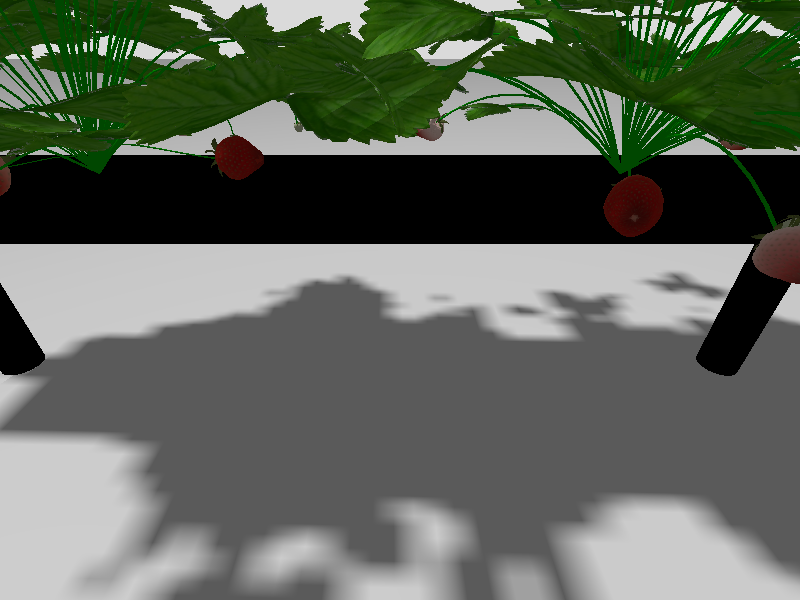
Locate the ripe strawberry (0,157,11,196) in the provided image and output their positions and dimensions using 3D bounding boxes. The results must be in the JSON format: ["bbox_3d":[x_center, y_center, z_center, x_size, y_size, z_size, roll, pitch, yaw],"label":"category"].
[{"bbox_3d":[-0.296,-0.086,0.266,0.051,0.045,0.046,14,36,20],"label":"ripe strawberry"}]

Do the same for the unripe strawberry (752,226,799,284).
[{"bbox_3d":[0.179,-0.019,0.183,0.025,0.027,0.026,2,-40,3],"label":"unripe strawberry"}]

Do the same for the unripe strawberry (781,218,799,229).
[{"bbox_3d":[0.209,-0.037,0.212,0.013,0.013,0.011,-4,33,-6],"label":"unripe strawberry"}]

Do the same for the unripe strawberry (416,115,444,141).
[{"bbox_3d":[0.032,-0.198,0.457,0.034,0.033,0.032,-2,22,47],"label":"unripe strawberry"}]

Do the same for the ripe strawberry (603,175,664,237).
[{"bbox_3d":[0.130,-0.051,0.223,0.029,0.033,0.032,14,36,20],"label":"ripe strawberry"}]

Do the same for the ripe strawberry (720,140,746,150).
[{"bbox_3d":[0.360,-0.180,0.422,0.041,0.041,0.038,-14,35,-29],"label":"ripe strawberry"}]

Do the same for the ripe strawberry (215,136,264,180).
[{"bbox_3d":[-0.126,-0.112,0.318,0.034,0.033,0.037,5,33,7],"label":"ripe strawberry"}]

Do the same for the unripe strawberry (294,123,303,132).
[{"bbox_3d":[-0.110,-0.188,0.436,0.010,0.010,0.009,-23,39,-31],"label":"unripe strawberry"}]
